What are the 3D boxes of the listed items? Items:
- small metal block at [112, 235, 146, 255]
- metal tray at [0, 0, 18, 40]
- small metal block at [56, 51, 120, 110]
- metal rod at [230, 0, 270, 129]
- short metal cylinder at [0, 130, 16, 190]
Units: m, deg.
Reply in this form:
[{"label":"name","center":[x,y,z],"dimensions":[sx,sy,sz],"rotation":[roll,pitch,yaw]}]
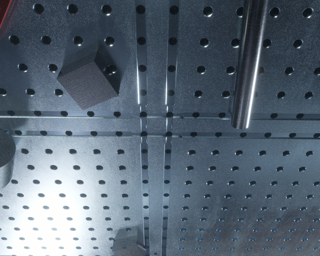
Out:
[{"label":"small metal block","center":[-0.060,0.243,0.617],"dimensions":[0.050,0.025,0.050],"rotation":[-14,129,11]},{"label":"metal tray","center":[-0.175,-0.147,0.282],"dimensions":[0.090,0.030,0.129],"rotation":[29,124,-23]},{"label":"small metal block","center":[-0.082,-0.055,0.364],"dimensions":[0.050,0.025,0.050],"rotation":[-21,127,16]},{"label":"metal rod","center":[0.096,-0.120,0.310],"dimensions":[0.025,0.025,0.298],"rotation":[-3,130,2]},{"label":"short metal cylinder","center":[-0.237,0.043,0.410],"dimensions":[0.081,0.080,0.050],"rotation":[16,128,-13]}]
